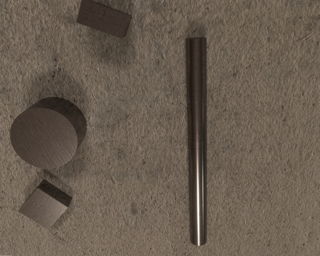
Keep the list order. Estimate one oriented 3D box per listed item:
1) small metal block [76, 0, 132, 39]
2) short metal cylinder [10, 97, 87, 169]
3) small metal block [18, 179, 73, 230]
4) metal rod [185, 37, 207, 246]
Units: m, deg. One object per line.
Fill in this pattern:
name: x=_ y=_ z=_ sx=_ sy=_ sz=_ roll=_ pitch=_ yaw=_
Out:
small metal block: x=-0.061 y=-0.124 z=0.350 sx=0.050 sy=0.050 sz=0.025 roll=18 pitch=109 yaw=-7
short metal cylinder: x=-0.140 y=0.005 z=0.396 sx=0.081 sy=0.050 sz=0.079 roll=0 pitch=110 yaw=-1
small metal block: x=-0.165 y=0.111 z=0.448 sx=0.050 sy=0.025 sz=0.050 roll=39 pitch=105 yaw=-14
metal rod: x=0.051 y=0.032 z=0.422 sx=0.025 sy=0.025 sz=0.298 roll=-3 pitch=110 yaw=1
